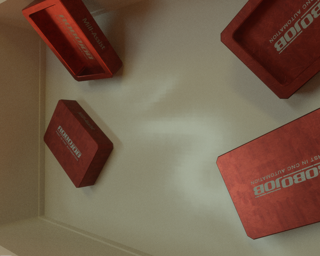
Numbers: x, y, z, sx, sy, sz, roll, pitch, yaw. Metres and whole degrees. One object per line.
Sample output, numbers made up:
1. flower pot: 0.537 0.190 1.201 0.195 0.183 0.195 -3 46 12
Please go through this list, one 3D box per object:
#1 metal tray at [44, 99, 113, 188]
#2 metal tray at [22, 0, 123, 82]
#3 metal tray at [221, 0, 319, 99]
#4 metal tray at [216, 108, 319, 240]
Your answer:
1. metal tray: -0.140 0.024 0.516 0.130 0.030 0.089 44 116 30
2. metal tray: -0.124 -0.128 0.447 0.090 0.130 0.030 2 48 39
3. metal tray: 0.130 -0.101 0.275 0.090 0.030 0.129 48 123 10
4. metal tray: 0.128 0.045 0.297 0.130 0.030 0.090 -32 70 35
